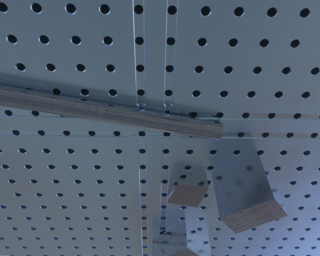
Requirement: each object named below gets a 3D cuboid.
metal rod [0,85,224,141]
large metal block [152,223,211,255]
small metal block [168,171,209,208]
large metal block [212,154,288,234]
[{"bbox_3d":[-0.066,-0.019,0.394,0.302,0.025,0.025,9,130,-9],"label":"metal rod"},{"bbox_3d":[0.042,0.237,0.598,0.080,0.050,0.080,-32,124,24],"label":"large metal block"},{"bbox_3d":[0.044,0.099,0.497,0.050,0.025,0.050,12,129,-11],"label":"small metal block"},{"bbox_3d":[0.130,0.098,0.461,0.080,0.080,0.050,-28,125,22],"label":"large metal block"}]
